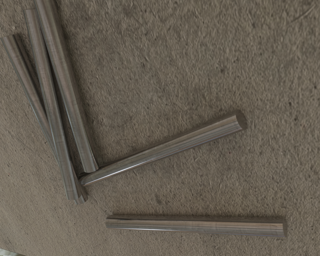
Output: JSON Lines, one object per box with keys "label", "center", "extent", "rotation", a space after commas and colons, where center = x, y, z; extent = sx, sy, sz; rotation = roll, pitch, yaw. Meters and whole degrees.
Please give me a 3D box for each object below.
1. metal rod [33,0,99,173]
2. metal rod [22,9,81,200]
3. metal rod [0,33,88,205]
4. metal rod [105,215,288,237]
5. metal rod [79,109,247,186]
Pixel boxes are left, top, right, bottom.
{"label": "metal rod", "center": [-0.129, -0.070, 0.423], "extent": [0.025, 0.025, 0.298], "rotation": [4, 118, 26]}
{"label": "metal rod", "center": [-0.155, -0.019, 0.462], "extent": [0.025, 0.025, 0.298], "rotation": [8, 118, 24]}
{"label": "metal rod", "center": [-0.178, 0.000, 0.500], "extent": [0.025, 0.025, 0.298], "rotation": [-1, 118, 28]}
{"label": "metal rod", "center": [0.036, 0.149, 0.479], "extent": [0.300, 0.025, 0.025], "rotation": [-9, 114, 32]}
{"label": "metal rod", "center": [-0.018, 0.039, 0.440], "extent": [0.299, 0.025, 0.025], "rotation": [-24, 106, 36]}
